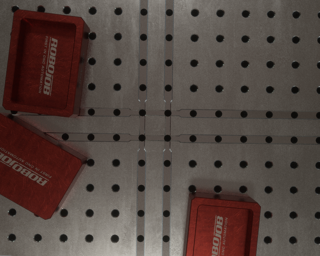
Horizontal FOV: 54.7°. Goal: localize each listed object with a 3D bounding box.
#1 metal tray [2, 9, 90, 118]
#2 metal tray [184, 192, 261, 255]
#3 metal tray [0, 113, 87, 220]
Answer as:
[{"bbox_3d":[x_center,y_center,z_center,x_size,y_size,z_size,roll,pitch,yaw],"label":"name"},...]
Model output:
[{"bbox_3d":[-0.148,-0.082,0.408,0.091,0.030,0.129,7,90,-1],"label":"metal tray"},{"bbox_3d":[0.079,0.156,0.412,0.091,0.030,0.129,6,90,-1],"label":"metal tray"},{"bbox_3d":[-0.176,0.049,0.409,0.130,0.030,0.090,30,90,-1],"label":"metal tray"}]
